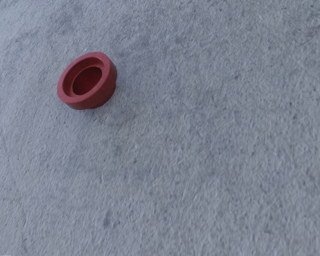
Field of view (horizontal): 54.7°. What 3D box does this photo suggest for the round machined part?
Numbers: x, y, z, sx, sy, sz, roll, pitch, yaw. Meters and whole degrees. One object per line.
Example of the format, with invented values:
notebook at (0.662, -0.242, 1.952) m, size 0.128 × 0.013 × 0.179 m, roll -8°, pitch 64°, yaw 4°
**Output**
round machined part at (-0.110, -0.069, 0.491) m, size 0.098 × 0.042 × 0.098 m, roll -13°, pitch 56°, yaw 20°
